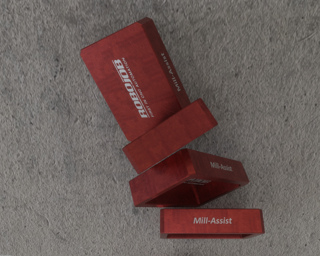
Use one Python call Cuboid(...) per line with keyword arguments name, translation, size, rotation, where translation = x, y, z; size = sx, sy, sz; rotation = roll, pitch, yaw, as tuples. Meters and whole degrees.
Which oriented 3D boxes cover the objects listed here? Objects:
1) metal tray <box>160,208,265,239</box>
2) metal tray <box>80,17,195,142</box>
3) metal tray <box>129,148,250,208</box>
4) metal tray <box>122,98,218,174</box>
Cuboid(name="metal tray", translation=(0.065, 0.134, 0.427), size=(0.131, 0.090, 0.030), rotation=(0, 66, -1))
Cuboid(name="metal tray", translation=(-0.025, -0.052, 0.370), size=(0.090, 0.030, 0.130), rotation=(-16, 111, 30))
Cuboid(name="metal tray", translation=(0.039, 0.067, 0.379), size=(0.090, 0.030, 0.131), rotation=(-35, 148, 30))
Cuboid(name="metal tray", translation=(0.017, 0.008, 0.352), size=(0.090, 0.130, 0.030), rotation=(-33, 86, 7))
